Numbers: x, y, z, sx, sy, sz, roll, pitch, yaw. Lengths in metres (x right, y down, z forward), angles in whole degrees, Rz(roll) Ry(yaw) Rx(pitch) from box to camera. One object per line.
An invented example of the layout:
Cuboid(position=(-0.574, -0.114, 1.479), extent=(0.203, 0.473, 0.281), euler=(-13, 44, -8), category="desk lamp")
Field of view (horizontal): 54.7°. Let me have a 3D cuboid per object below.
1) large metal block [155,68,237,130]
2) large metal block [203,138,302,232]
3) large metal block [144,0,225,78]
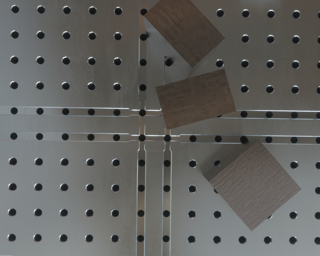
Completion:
Cuboid(position=(0.040, -0.033, 0.386), extent=(0.080, 0.080, 0.050), euler=(-16, 90, 0), category="large metal block")
Cuboid(position=(0.116, 0.070, 0.403), extent=(0.080, 0.050, 0.080), euler=(-40, 91, 0), category="large metal block")
Cuboid(position=(0.027, -0.113, 0.386), extent=(0.050, 0.080, 0.080), euler=(-43, 91, 0), category="large metal block")
